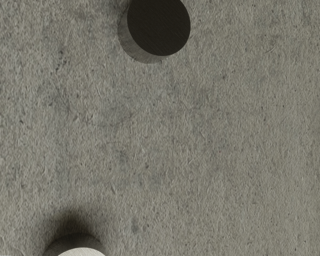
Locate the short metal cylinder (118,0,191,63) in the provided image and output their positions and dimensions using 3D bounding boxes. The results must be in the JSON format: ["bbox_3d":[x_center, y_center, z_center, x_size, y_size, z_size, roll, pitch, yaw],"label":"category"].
[{"bbox_3d":[-0.008,-0.126,0.392,0.081,0.050,0.080,0,90,-20],"label":"short metal cylinder"}]

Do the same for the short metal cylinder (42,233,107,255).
[{"bbox_3d":[-0.098,0.170,0.360,0.081,0.050,0.080,0,90,-20],"label":"short metal cylinder"}]
